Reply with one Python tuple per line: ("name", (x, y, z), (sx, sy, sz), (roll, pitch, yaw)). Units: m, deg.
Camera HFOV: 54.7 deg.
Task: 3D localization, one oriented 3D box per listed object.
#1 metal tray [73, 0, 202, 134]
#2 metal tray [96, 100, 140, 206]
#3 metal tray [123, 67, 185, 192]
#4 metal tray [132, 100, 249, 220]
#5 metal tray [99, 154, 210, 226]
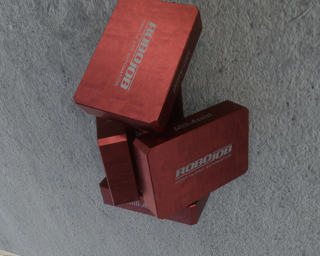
("metal tray", (-0.020, -0.068, 0.316), (0.090, 0.130, 0.030), (16, 166, 18))
("metal tray", (-0.055, 0.021, 0.386), (0.030, 0.130, 0.089), (-12, 118, -7))
("metal tray", (-0.001, 0.003, 0.367), (0.030, 0.090, 0.129), (7, 122, 24))
("metal tray", (0.040, 0.032, 0.341), (0.030, 0.131, 0.089), (33, 138, 51))
("metal tray", (-0.001, 0.072, 0.410), (0.130, 0.090, 0.030), (7, 121, 24))
